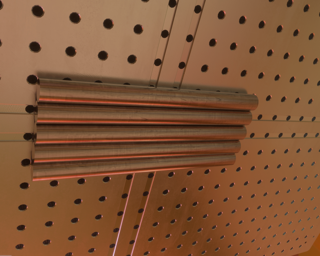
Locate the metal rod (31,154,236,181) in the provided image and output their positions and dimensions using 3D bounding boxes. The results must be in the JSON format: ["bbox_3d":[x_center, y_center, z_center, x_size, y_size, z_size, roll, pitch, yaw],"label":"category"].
[{"bbox_3d":[-0.017,0.049,0.434,0.303,0.025,0.025,0,119,-29],"label":"metal rod"}]

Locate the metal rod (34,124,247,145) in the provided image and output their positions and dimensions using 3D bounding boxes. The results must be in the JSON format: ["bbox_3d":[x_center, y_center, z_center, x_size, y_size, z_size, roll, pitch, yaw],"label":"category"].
[{"bbox_3d":[-0.005,0.006,0.414,0.303,0.025,0.025,0,118,-29],"label":"metal rod"}]

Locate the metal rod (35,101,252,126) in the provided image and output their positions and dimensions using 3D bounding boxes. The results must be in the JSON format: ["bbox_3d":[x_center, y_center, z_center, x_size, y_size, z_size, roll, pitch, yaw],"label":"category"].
[{"bbox_3d":[0.001,-0.017,0.403,0.303,0.025,0.025,0,118,-29],"label":"metal rod"}]

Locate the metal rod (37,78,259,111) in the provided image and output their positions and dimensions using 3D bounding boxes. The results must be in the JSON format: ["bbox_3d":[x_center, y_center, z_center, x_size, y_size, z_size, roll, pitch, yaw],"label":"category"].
[{"bbox_3d":[0.007,-0.039,0.393,0.303,0.025,0.025,0,118,-29],"label":"metal rod"}]

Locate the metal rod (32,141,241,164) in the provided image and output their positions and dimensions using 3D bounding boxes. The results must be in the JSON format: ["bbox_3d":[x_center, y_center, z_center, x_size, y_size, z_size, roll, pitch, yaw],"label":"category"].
[{"bbox_3d":[-0.011,0.028,0.424,0.303,0.025,0.025,0,118,-29],"label":"metal rod"}]
